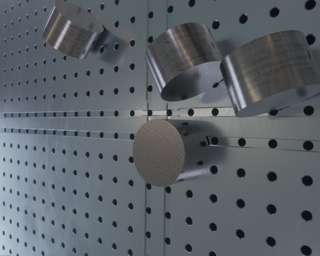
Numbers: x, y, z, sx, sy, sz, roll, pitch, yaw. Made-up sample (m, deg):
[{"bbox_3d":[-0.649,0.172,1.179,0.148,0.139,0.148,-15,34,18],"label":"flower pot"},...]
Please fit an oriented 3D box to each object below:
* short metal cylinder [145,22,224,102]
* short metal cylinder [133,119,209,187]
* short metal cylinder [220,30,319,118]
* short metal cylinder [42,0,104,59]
[{"bbox_3d":[0.029,-0.072,0.349,0.080,0.081,0.050,-34,69,35],"label":"short metal cylinder"},{"bbox_3d":[0.013,0.029,0.383,0.080,0.050,0.079,0,90,40],"label":"short metal cylinder"},{"bbox_3d":[0.102,-0.047,0.289,0.080,0.081,0.050,-24,75,37],"label":"short metal cylinder"},{"bbox_3d":[-0.137,-0.154,0.486,0.050,0.081,0.080,-51,60,28],"label":"short metal cylinder"}]
